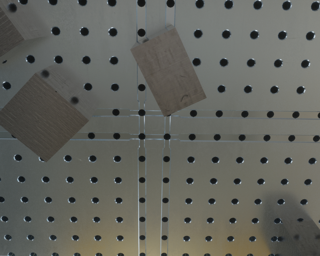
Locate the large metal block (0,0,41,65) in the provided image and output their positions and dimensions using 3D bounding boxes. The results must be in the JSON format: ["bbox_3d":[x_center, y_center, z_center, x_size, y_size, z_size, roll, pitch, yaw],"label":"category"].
[{"bbox_3d":[-0.202,-0.116,0.354,0.080,0.050,0.080,-30,108,10],"label":"large metal block"}]

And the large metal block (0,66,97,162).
[{"bbox_3d":[-0.141,-0.018,0.391,0.080,0.050,0.080,-42,105,13],"label":"large metal block"}]

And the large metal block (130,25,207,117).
[{"bbox_3d":[0.010,-0.069,0.359,0.050,0.080,0.080,-24,109,8],"label":"large metal block"}]

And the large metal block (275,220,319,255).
[{"bbox_3d":[0.214,0.195,0.459,0.050,0.080,0.079,1,110,-1],"label":"large metal block"}]
